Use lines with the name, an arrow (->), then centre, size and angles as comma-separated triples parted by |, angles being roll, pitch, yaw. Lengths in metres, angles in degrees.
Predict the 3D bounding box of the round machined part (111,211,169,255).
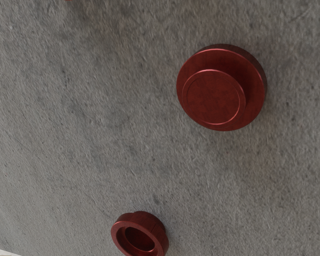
round machined part -> -0.029, 0.179, 0.520 | 0.098, 0.042, 0.097 | 13, 124, 20

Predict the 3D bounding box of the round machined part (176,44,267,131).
round machined part -> 0.063, -0.038, 0.338 | 0.098, 0.042, 0.097 | 13, 124, 20
